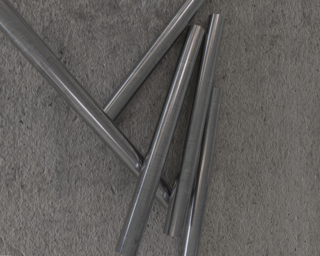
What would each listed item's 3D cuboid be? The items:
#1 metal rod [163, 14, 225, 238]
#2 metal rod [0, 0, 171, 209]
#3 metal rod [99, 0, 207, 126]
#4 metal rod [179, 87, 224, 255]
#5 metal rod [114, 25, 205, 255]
[{"bbox_3d":[0.048,-0.011,0.410,0.025,0.025,0.299,16,79,-19],"label":"metal rod"},{"bbox_3d":[-0.071,-0.008,0.354,0.025,0.025,0.300,-45,115,-14],"label":"metal rod"},{"bbox_3d":[0.011,-0.122,0.412,0.025,0.025,0.300,39,78,-16],"label":"metal rod"},{"bbox_3d":[0.053,0.092,0.428,0.025,0.025,0.298,11,86,-20],"label":"metal rod"},{"bbox_3d":[0.006,0.001,0.382,0.025,0.025,0.299,24,71,-19],"label":"metal rod"}]
